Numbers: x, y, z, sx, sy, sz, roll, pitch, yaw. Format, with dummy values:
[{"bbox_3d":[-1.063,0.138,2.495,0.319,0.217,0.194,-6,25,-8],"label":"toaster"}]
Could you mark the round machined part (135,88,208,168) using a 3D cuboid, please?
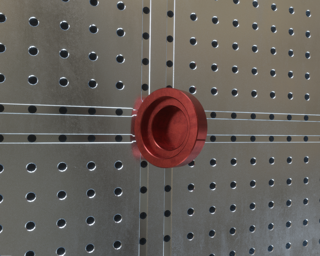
[{"bbox_3d":[0.018,0.001,0.390,0.042,0.098,0.097,4,88,-51],"label":"round machined part"}]
